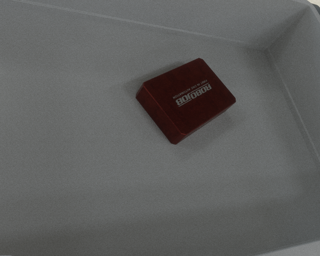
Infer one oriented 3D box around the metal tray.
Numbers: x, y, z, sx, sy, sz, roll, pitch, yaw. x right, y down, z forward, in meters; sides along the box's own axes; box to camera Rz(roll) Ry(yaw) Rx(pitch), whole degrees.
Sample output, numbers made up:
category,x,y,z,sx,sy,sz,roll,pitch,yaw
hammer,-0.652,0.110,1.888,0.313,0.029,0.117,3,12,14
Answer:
category,x,y,z,sx,sy,sz,roll,pitch,yaw
metal tray,0.041,-0.043,0.450,0.131,0.030,0.090,-31,79,-38
